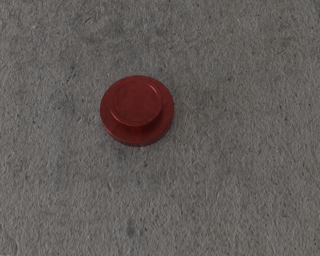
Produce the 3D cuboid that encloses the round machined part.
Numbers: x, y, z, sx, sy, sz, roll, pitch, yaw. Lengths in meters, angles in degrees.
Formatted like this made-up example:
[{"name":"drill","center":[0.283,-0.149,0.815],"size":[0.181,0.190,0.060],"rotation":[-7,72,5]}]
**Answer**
[{"name":"round machined part","center":[-0.030,-0.027,0.409],"size":[0.099,0.042,0.098],"rotation":[0,70,0]}]
